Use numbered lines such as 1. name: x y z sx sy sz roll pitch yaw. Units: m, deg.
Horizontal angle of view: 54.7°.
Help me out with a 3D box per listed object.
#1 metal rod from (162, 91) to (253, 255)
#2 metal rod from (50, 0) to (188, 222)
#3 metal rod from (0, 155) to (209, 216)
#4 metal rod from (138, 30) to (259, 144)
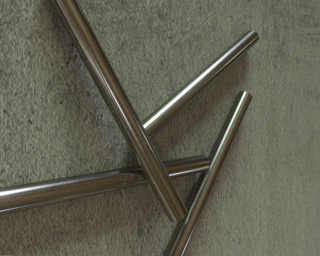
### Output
1. metal rod: 0.077 0.067 0.468 0.025 0.025 0.300 44 64 -32
2. metal rod: -0.043 -0.022 0.347 0.025 0.025 0.299 -36 106 -34
3. metal rod: -0.052 0.060 0.360 0.302 0.025 0.025 -4 93 -40
4. metal rod: 0.065 -0.072 0.458 0.302 0.025 0.025 -42 116 -32
